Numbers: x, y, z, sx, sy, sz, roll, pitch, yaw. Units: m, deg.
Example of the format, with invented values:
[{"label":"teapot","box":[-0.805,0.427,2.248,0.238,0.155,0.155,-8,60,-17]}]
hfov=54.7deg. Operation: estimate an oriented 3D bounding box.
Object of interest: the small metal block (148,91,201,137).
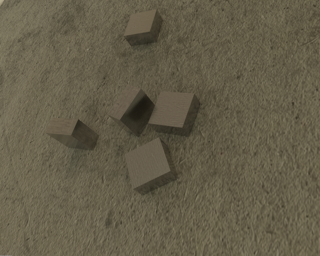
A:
[{"label":"small metal block","box":[0.019,-0.019,0.406,0.050,0.025,0.050,8,65,31]}]

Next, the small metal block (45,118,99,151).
[{"label":"small metal block","box":[-0.126,0.009,0.448,0.050,0.050,0.025,4,64,30]}]

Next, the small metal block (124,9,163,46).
[{"label":"small metal block","box":[-0.028,-0.169,0.522,0.050,0.025,0.050,0,61,28]}]

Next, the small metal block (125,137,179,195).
[{"label":"small metal block","box":[-0.011,0.047,0.381,0.050,0.025,0.050,-27,52,11]}]

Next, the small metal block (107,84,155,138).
[{"label":"small metal block","box":[-0.036,-0.023,0.421,0.025,0.050,0.050,22,74,36]}]
